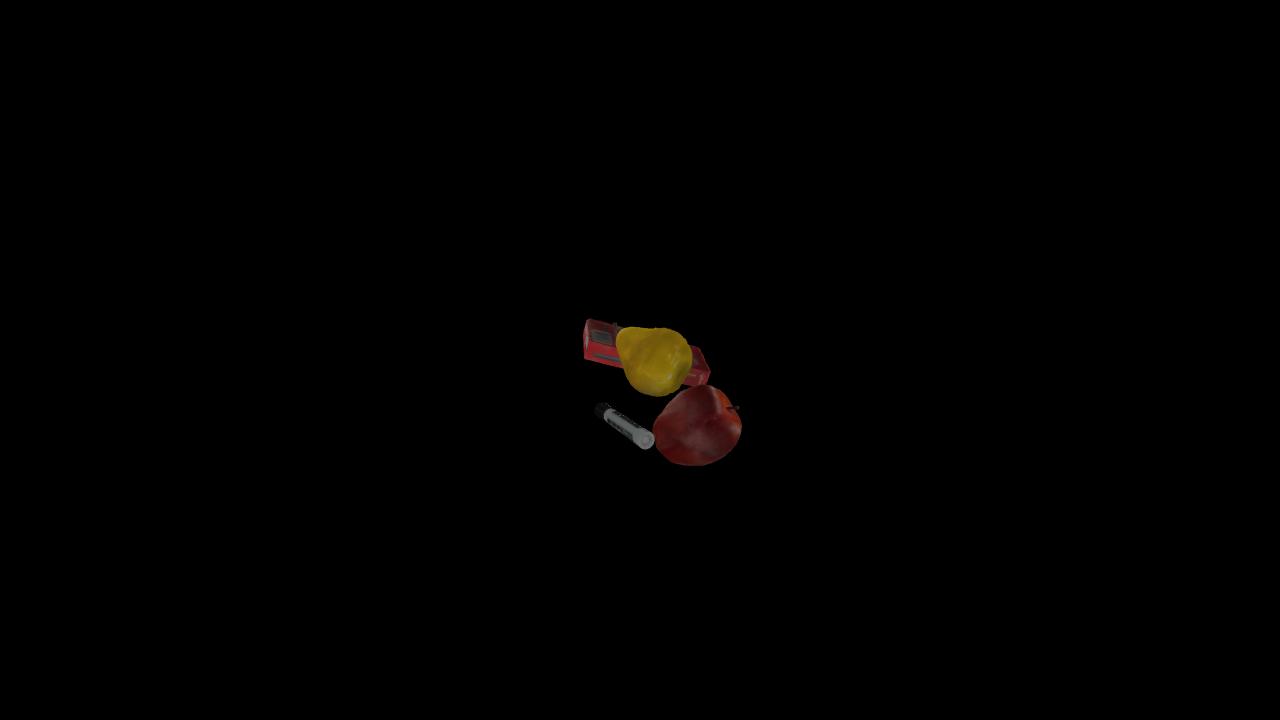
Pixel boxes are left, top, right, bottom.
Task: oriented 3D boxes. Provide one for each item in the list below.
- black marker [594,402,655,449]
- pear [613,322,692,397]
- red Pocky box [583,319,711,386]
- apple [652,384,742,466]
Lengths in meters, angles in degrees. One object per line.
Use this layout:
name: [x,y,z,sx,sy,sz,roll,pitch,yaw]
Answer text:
black marker: [-0.020,0.069,0.668,0.020,0.020,0.121,0,12,-27]
pear: [0.002,-0.007,0.702,0.111,0.080,0.080,27,12,24]
red Pocky box: [0.006,-0.008,0.763,0.155,0.028,0.083,14,20,-11]
apple: [0.060,0.068,0.632,0.093,0.079,0.079,-31,-10,17]
